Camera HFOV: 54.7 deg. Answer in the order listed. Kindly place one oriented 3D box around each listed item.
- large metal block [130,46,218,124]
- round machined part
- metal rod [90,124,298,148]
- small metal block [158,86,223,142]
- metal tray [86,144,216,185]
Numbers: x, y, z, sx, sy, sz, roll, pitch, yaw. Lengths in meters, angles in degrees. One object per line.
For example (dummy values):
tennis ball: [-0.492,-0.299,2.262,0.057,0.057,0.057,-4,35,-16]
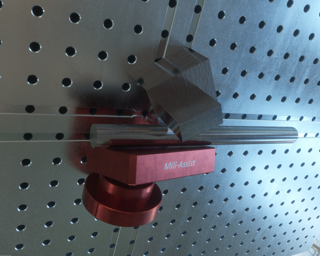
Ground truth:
large metal block: [0.021,-0.041,0.382,0.080,0.050,0.080,-29,129,-11]
round machined part: [-0.044,0.074,0.387,0.099,0.098,0.042,3,113,-30]
metal rod: [0.064,0.009,0.389,0.303,0.025,0.025,1,118,-29]
small metal block: [0.033,-0.017,0.340,0.050,0.050,0.025,-25,128,-14]
metal tray: [-0.008,0.036,0.368,0.131,0.090,0.030,-1,96,-43]
